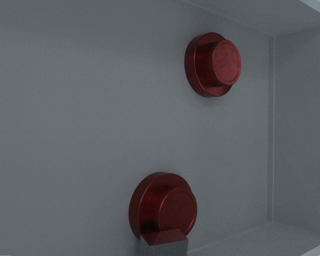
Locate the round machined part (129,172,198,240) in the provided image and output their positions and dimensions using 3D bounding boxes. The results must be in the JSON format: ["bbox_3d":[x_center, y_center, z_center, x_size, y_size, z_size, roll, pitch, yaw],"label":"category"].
[{"bbox_3d":[0.011,0.109,0.407,0.099,0.042,0.097,0,90,-40],"label":"round machined part"}]

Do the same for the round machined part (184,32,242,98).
[{"bbox_3d":[0.087,-0.097,0.471,0.099,0.042,0.097,0,90,-40],"label":"round machined part"}]

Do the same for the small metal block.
[{"bbox_3d":[0.003,0.151,0.365,0.050,0.025,0.050,1,102,-27],"label":"small metal block"}]
